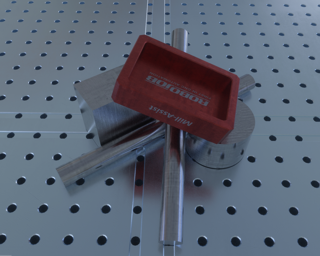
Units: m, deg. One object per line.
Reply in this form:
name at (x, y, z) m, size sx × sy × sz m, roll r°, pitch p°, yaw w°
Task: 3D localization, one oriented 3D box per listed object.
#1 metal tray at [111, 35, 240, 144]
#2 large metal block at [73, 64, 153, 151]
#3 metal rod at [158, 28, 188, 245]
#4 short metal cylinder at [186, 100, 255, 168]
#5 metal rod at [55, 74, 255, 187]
metal tray at (0.022, -0.046, 0.351) m, size 0.131 × 0.030 × 0.090 m, roll 22°, pitch 51°, yaw -6°
large metal block at (-0.054, -0.026, 0.392) m, size 0.081 × 0.080 × 0.050 m, roll -27°, pitch 56°, yaw -21°
metal rod at (0.020, -0.012, 0.389) m, size 0.025 × 0.025 × 0.299 m, roll 3°, pitch 59°, yaw 2°
short metal cylinder at (0.073, 0.003, 0.388) m, size 0.081 × 0.050 × 0.080 m, roll 0°, pitch 50°, yaw 0°
metal rod at (0.010, -0.006, 0.413) m, size 0.302 × 0.025 × 0.025 m, roll -27°, pitch 55°, yaw -21°
